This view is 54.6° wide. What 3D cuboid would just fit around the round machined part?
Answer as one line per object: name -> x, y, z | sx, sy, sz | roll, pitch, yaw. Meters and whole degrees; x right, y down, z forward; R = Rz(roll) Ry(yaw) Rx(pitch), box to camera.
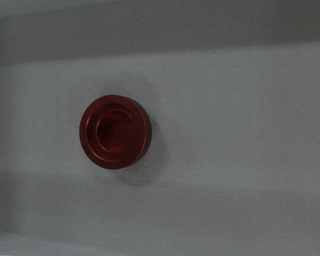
round machined part -> -0.056, 0.006, 0.422 | 0.098, 0.042, 0.097 | 0, 90, 20
